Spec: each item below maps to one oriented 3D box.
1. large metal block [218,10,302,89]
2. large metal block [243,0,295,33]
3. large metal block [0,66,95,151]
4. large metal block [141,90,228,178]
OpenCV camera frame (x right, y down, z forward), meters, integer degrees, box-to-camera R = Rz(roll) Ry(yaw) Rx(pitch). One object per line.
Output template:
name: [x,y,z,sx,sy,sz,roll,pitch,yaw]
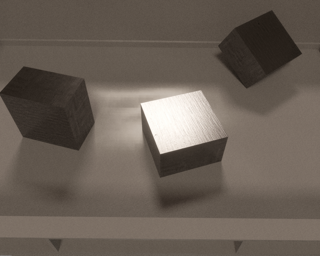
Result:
large metal block: [0.151,-0.119,0.470,0.081,0.050,0.080,-31,86,-23]
large metal block: [0.200,-0.216,0.575,0.080,0.050,0.080,10,51,8]
large metal block: [-0.135,-0.023,0.387,0.080,0.080,0.050,13,51,10]
large metal block: [0.026,0.006,0.385,0.081,0.050,0.080,-13,52,-12]
